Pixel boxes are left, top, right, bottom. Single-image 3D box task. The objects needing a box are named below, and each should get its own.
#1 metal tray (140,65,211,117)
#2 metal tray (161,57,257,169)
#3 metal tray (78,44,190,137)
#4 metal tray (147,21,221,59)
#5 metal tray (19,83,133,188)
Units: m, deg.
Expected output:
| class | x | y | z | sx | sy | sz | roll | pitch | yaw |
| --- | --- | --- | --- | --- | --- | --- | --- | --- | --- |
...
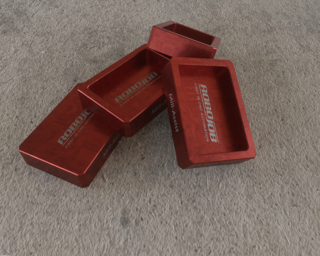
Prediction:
| class | x | y | z | sx | sy | sz | roll | pitch | yaw |
| --- | --- | --- | --- | --- | --- | --- | --- | --- | --- |
| metal tray | 0.033 | -0.070 | 0.460 | 0.130 | 0.030 | 0.090 | 21 | 53 | 16 |
| metal tray | 0.057 | -0.020 | 0.375 | 0.091 | 0.030 | 0.129 | -3 | 72 | -24 |
| metal tray | -0.028 | -0.055 | 0.408 | 0.090 | 0.030 | 0.131 | 34 | 57 | 25 |
| metal tray | 0.041 | -0.129 | 0.466 | 0.090 | 0.030 | 0.130 | 21 | 25 | 4 |
| metal tray | -0.099 | 0.003 | 0.397 | 0.090 | 0.030 | 0.130 | 19 | 52 | 15 |
